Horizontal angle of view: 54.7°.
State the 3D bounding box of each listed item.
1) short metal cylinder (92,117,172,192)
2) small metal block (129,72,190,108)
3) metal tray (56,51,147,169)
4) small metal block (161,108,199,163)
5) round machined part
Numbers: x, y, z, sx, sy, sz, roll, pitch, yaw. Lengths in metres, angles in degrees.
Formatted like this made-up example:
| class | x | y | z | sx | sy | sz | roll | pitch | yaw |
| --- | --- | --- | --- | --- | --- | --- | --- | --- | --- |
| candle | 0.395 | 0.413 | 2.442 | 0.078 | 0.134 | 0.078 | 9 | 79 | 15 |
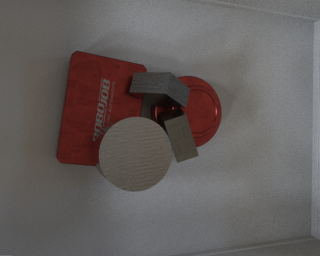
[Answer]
| class | x | y | z | sx | sy | sz | roll | pitch | yaw |
| --- | --- | --- | --- | --- | --- | --- | --- | --- | --- |
| short metal cylinder | -0.033 | 0.028 | 0.352 | 0.081 | 0.050 | 0.079 | 0 | 90 | -21 |
| small metal block | 0.001 | -0.045 | 0.370 | 0.050 | 0.050 | 0.025 | 28 | 72 | -55 |
| metal tray | -0.071 | -0.019 | 0.378 | 0.091 | 0.030 | 0.129 | 8 | 87 | -20 |
| small metal block | 0.022 | 0.007 | 0.363 | 0.025 | 0.050 | 0.050 | -18 | 103 | -1 |
| round machined part | 0.041 | -0.022 | 0.416 | 0.099 | 0.042 | 0.097 | 0 | 90 | -21 |
